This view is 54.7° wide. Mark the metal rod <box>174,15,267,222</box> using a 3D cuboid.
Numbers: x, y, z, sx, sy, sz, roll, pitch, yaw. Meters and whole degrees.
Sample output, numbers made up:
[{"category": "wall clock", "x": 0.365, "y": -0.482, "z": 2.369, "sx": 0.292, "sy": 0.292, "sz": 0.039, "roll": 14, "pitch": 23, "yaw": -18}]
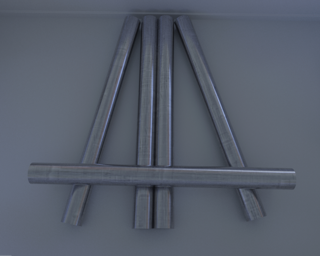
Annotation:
[{"category": "metal rod", "x": 0.074, "y": -0.027, "z": 0.419, "sx": 0.025, "sy": 0.025, "sz": 0.299, "roll": -15, "pitch": 71, "yaw": -5}]

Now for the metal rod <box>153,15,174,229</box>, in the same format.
[{"category": "metal rod", "x": 0.007, "y": -0.022, "z": 0.416, "sx": 0.025, "sy": 0.025, "sz": 0.299, "roll": 1, "pitch": 70, "yaw": 0}]

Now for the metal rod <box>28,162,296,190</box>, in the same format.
[{"category": "metal rod", "x": 0.002, "y": 0.056, "z": 0.360, "sx": 0.302, "sy": 0.025, "sz": 0.025, "roll": 1, "pitch": 70, "yaw": 0}]

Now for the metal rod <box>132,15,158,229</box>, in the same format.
[{"category": "metal rod", "x": -0.018, "y": -0.022, "z": 0.416, "sx": 0.025, "sy": 0.025, "sz": 0.299, "roll": 1, "pitch": 70, "yaw": 0}]

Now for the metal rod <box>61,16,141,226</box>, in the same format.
[{"category": "metal rod", "x": -0.073, "y": -0.024, "z": 0.416, "sx": 0.025, "sy": 0.025, "sz": 0.299, "roll": 12, "pitch": 70, "yaw": 4}]
